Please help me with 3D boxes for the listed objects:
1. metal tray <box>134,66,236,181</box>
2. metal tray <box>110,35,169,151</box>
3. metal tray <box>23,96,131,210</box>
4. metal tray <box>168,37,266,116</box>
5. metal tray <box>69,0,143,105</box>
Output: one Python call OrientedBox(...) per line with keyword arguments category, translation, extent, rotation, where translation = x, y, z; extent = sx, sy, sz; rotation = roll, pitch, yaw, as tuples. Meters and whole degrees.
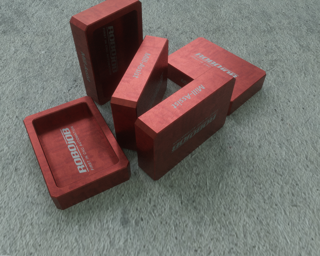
OrientedBox(category="metal tray", translation=(0.031, -0.006, 0.367), extent=(0.131, 0.089, 0.030), rotation=(-36, 59, -27))
OrientedBox(category="metal tray", translation=(-0.021, -0.046, 0.401), extent=(0.030, 0.089, 0.130), rotation=(13, 51, 10))
OrientedBox(category="metal tray", translation=(-0.103, 0.024, 0.380), extent=(0.091, 0.030, 0.130), rotation=(-23, 54, -19))
OrientedBox(category="metal tray", translation=(0.080, -0.083, 0.472), extent=(0.091, 0.030, 0.130), rotation=(-37, 59, -27))
OrientedBox(category="metal tray", translation=(-0.065, -0.104, 0.423), extent=(0.030, 0.129, 0.090), rotation=(36, 58, 26))
